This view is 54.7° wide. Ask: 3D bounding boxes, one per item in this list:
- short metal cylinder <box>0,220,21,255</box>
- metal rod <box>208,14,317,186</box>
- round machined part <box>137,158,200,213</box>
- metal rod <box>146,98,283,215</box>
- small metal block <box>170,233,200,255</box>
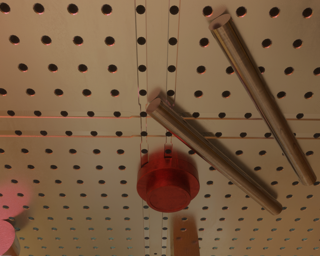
[{"bbox_3d":[-0.298,0.213,0.554,0.081,0.080,0.050,4,130,-4],"label":"short metal cylinder"},{"bbox_3d":[0.145,-0.015,0.399,0.025,0.025,0.300,-27,125,21],"label":"metal rod"},{"bbox_3d":[0.013,0.095,0.481,0.099,0.042,0.097,0,130,0],"label":"round machined part"},{"bbox_3d":[0.095,0.055,0.459,0.025,0.025,0.301,-36,122,26],"label":"metal rod"},{"bbox_3d":[0.048,0.235,0.596,0.050,0.050,0.025,10,129,-9],"label":"small metal block"}]
